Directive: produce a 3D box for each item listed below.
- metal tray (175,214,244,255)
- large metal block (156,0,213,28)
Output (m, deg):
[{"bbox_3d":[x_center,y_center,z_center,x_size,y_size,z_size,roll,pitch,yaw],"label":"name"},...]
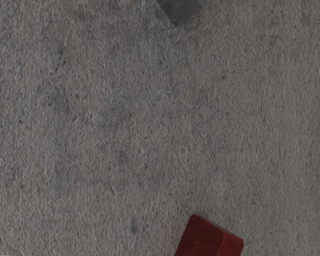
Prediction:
[{"bbox_3d":[0.047,0.185,0.392,0.030,0.090,0.130,27,81,-18],"label":"metal tray"},{"bbox_3d":[0.029,-0.185,0.391,0.050,0.080,0.080,-43,104,-15],"label":"large metal block"}]
